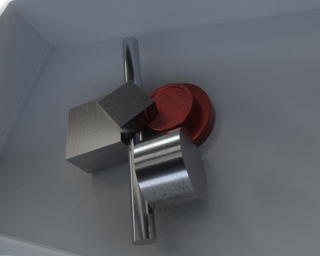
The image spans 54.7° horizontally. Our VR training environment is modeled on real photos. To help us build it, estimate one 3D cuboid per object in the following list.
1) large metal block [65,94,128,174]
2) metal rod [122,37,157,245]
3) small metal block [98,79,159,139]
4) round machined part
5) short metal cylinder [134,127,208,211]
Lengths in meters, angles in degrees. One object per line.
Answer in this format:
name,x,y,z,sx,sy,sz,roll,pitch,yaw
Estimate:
large metal block,-0.076,0.006,0.419,0.080,0.050,0.080,-19,55,17
metal rod,-0.031,-0.008,0.396,0.025,0.025,0.299,-19,54,17
small metal block,-0.038,-0.024,0.375,0.050,0.025,0.050,-38,57,-12
round machined part,0.017,-0.018,0.393,0.098,0.042,0.098,-13,56,20
short metal cylinder,0.013,0.044,0.333,0.050,0.080,0.080,-19,55,17
